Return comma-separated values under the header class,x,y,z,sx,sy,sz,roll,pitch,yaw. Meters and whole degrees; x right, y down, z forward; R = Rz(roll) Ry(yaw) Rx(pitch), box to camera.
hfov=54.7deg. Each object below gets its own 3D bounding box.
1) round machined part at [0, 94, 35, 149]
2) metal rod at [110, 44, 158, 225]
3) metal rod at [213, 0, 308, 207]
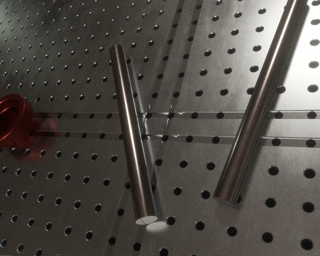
class,x,y,z,sx,sy,sz,roll,pitch,yaw
round machined part,-0.257,-0.007,0.534,0.098,0.042,0.098,-13,56,20
metal rod,-0.044,-0.014,0.437,0.025,0.025,0.299,-24,53,13
metal rod,0.128,-0.051,0.371,0.025,0.025,0.300,13,68,33
